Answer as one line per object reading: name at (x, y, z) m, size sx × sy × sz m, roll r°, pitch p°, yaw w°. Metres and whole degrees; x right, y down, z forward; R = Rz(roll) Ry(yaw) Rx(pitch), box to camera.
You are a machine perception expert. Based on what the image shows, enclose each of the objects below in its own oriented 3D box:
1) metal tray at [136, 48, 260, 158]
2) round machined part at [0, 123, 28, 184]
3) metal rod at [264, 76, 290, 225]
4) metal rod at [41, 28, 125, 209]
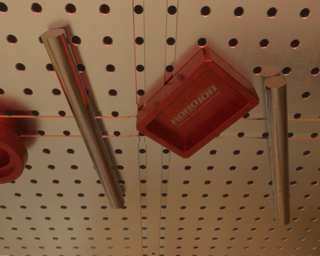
metal tray at (0.044, -0.024, 0.388) m, size 0.090 × 0.030 × 0.129 m, roll 33°, pitch 123°, yaw -25°
round machined part at (-0.231, 0.029, 0.422) m, size 0.099 × 0.042 × 0.097 m, roll -1°, pitch 130°, yaw 0°
metal rod at (0.178, 0.054, 0.460) m, size 0.025 × 0.025 × 0.299 m, roll -13°, pitch 129°, yaw 10°
metal rod at (-0.092, 0.013, 0.421) m, size 0.025 × 0.025 × 0.298 m, roll -6°, pitch 130°, yaw 5°
